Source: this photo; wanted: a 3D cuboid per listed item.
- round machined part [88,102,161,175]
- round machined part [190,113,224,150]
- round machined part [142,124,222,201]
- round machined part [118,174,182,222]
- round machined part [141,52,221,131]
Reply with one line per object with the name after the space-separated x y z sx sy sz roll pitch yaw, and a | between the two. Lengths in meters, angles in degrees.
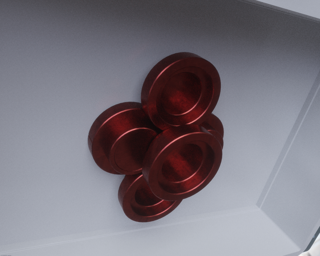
-0.037 0.020 0.389 0.099 0.042 0.097 -14 125 -21 | round machined part
0.050 0.023 0.438 0.099 0.042 0.097 -14 125 -21 | round machined part
0.023 0.037 0.378 0.099 0.042 0.097 -14 125 -21 | round machined part
-0.013 0.083 0.441 0.099 0.042 0.097 -14 125 -21 | round machined part
0.022 -0.046 0.380 0.099 0.042 0.097 -14 125 -21 | round machined part
